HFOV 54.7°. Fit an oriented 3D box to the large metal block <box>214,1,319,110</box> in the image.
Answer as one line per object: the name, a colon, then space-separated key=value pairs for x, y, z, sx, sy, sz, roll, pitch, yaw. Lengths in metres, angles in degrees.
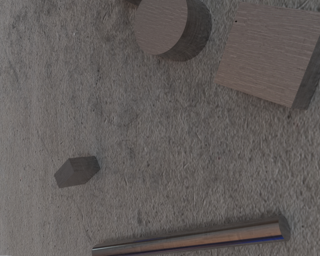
large metal block: x=0.110 y=-0.069 z=0.298 sx=0.080 sy=0.050 sz=0.079 roll=27 pitch=107 yaw=37

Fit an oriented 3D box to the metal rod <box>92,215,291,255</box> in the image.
metal rod: x=0.013 y=0.146 z=0.394 sx=0.299 sy=0.025 sz=0.025 roll=-24 pitch=75 yaw=37

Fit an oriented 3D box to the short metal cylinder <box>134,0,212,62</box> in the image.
short metal cylinder: x=0.015 y=-0.125 z=0.376 sx=0.080 sy=0.050 sz=0.080 roll=0 pitch=90 yaw=40

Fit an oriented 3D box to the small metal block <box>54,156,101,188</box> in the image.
small metal block: x=-0.133 y=0.071 z=0.499 sx=0.050 sy=0.050 sz=0.025 roll=-43 pitch=64 yaw=31

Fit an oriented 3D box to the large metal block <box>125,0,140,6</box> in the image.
large metal block: x=-0.047 y=-0.216 z=0.408 sx=0.050 sy=0.081 sz=0.080 roll=-37 pitch=68 yaw=34
